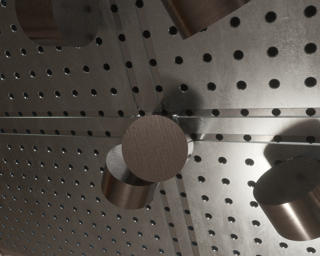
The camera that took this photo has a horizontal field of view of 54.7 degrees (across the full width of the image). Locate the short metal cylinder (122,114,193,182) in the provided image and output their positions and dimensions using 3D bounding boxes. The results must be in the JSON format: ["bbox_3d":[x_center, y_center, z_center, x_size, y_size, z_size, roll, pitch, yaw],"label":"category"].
[{"bbox_3d":[-0.001,0.023,0.388,0.080,0.050,0.079,1,93,13],"label":"short metal cylinder"}]

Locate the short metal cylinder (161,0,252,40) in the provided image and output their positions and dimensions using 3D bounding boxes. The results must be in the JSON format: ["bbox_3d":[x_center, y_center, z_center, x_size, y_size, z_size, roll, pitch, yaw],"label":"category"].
[{"bbox_3d":[0.043,-0.122,0.277,0.080,0.080,0.050,-22,107,36],"label":"short metal cylinder"}]

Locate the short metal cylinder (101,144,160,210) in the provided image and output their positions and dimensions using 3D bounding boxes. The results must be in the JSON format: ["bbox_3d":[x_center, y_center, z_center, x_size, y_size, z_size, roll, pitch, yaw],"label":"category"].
[{"bbox_3d":[-0.039,0.067,0.436,0.080,0.080,0.050,26,128,11],"label":"short metal cylinder"}]

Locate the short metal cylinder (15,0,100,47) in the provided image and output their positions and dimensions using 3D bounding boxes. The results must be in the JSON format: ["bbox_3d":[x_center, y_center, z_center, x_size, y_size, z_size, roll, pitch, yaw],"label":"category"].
[{"bbox_3d":[-0.113,-0.133,0.351,0.050,0.080,0.079,8,122,23],"label":"short metal cylinder"}]

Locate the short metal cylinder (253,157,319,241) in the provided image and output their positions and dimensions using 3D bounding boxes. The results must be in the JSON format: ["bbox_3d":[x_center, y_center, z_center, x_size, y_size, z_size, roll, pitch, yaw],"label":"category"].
[{"bbox_3d":[0.152,0.076,0.342,0.080,0.080,0.050,-26,104,37],"label":"short metal cylinder"}]
